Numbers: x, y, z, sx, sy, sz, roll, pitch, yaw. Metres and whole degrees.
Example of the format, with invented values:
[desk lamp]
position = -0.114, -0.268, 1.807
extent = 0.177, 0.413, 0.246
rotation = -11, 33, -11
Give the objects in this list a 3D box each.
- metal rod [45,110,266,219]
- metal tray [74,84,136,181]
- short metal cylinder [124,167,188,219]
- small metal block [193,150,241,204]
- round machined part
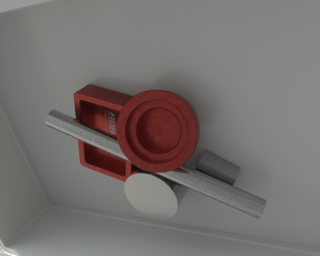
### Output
[metal rod]
position = -0.014, 0.042, 0.401
extent = 0.301, 0.025, 0.025
rotation = 22, 127, 11
[metal tray]
position = -0.073, 0.010, 0.445
extent = 0.090, 0.030, 0.129
rotation = 17, 125, 18
[short metal cylinder]
position = -0.003, 0.082, 0.440
extent = 0.080, 0.050, 0.079
rotation = 13, 124, 20
[small metal block]
position = 0.070, 0.065, 0.409
extent = 0.050, 0.025, 0.050
rotation = 28, 128, 10
[round machined part]
position = 0.000, 0.002, 0.380
extent = 0.098, 0.042, 0.097
rotation = 2, 97, 14
